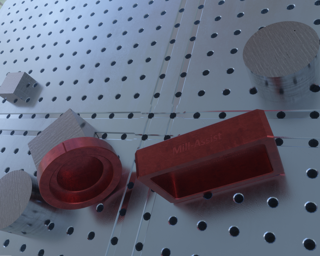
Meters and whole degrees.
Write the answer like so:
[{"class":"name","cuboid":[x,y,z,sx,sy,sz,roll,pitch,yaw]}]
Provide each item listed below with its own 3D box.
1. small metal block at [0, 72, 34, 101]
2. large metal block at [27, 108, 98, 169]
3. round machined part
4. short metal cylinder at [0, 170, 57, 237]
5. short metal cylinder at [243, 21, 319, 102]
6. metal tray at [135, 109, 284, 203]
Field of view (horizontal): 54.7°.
[{"class":"small metal block","cuboid":[-0.283,-0.082,0.608,0.050,0.025,0.050,3,63,29]},{"class":"large metal block","cuboid":[-0.130,0.033,0.441,0.080,0.050,0.080,-40,51,1]},{"class":"round machined part","cuboid":[-0.100,0.051,0.384,0.098,0.098,0.042,-40,43,1]},{"class":"short metal cylinder","cuboid":[-0.191,0.105,0.428,0.080,0.050,0.080,-13,56,21]},{"class":"short metal cylinder","cuboid":[0.143,-0.078,0.364,0.080,0.050,0.080,-13,56,21]},{"class":"metal tray","cuboid":[0.052,0.035,0.317,0.130,0.090,0.030,-20,54,16]}]
